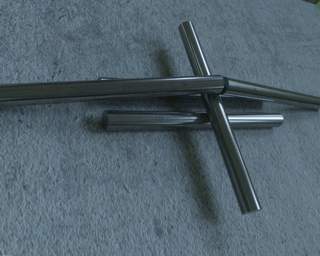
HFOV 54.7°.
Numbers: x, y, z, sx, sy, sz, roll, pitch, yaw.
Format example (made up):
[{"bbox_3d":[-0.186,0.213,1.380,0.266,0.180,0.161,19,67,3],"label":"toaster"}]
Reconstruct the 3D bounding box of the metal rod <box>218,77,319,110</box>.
[{"bbox_3d":[0.202,-0.053,0.517,0.302,0.025,0.025,2,60,-39],"label":"metal rod"}]

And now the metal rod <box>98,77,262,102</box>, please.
[{"bbox_3d":[0.054,-0.055,0.469,0.303,0.025,0.025,-1,62,-29],"label":"metal rod"}]

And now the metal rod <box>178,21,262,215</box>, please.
[{"bbox_3d":[0.076,-0.030,0.435,0.025,0.025,0.299,0,62,-29],"label":"metal rod"}]

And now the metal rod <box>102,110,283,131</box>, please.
[{"bbox_3d":[0.065,-0.011,0.449,0.303,0.025,0.025,-1,62,-29],"label":"metal rod"}]

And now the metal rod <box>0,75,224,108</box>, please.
[{"bbox_3d":[-0.060,-0.046,0.370,0.303,0.025,0.025,-6,65,-21],"label":"metal rod"}]
